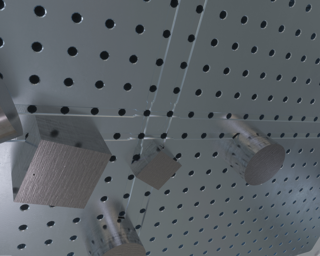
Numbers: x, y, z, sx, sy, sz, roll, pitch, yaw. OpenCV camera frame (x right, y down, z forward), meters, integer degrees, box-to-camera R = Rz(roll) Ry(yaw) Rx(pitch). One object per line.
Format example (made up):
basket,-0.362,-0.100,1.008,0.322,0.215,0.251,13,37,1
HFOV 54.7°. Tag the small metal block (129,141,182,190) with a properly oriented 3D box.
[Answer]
small metal block,-0.006,0.054,0.442,0.050,0.025,0.050,-47,129,5

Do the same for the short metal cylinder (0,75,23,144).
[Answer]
short metal cylinder,-0.164,-0.020,0.274,0.050,0.080,0.080,-23,127,-15

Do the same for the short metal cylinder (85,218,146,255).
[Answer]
short metal cylinder,-0.068,0.186,0.473,0.081,0.050,0.079,-14,124,-21

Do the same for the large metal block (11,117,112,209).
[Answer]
large metal block,-0.115,0.042,0.359,0.081,0.050,0.080,17,109,-35

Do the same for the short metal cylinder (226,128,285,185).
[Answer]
short metal cylinder,0.157,0.047,0.510,0.081,0.050,0.079,-14,124,-21
